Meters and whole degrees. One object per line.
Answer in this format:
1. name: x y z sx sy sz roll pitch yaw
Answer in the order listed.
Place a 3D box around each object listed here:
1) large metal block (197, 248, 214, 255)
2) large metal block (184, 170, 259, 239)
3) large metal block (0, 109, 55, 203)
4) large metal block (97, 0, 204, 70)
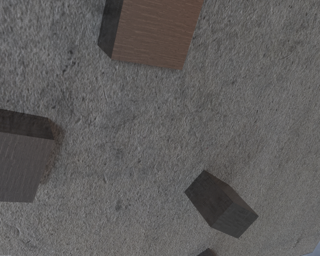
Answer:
1. large metal block: 0.087 0.303 0.626 0.080 0.050 0.080 -30 129 -9
2. large metal block: 0.099 0.123 0.501 0.080 0.080 0.050 34 99 -39
3. large metal block: -0.164 0.028 0.318 0.081 0.050 0.079 12 112 -34
4. large metal block: -0.011 -0.110 0.316 0.081 0.050 0.079 3 117 -30
